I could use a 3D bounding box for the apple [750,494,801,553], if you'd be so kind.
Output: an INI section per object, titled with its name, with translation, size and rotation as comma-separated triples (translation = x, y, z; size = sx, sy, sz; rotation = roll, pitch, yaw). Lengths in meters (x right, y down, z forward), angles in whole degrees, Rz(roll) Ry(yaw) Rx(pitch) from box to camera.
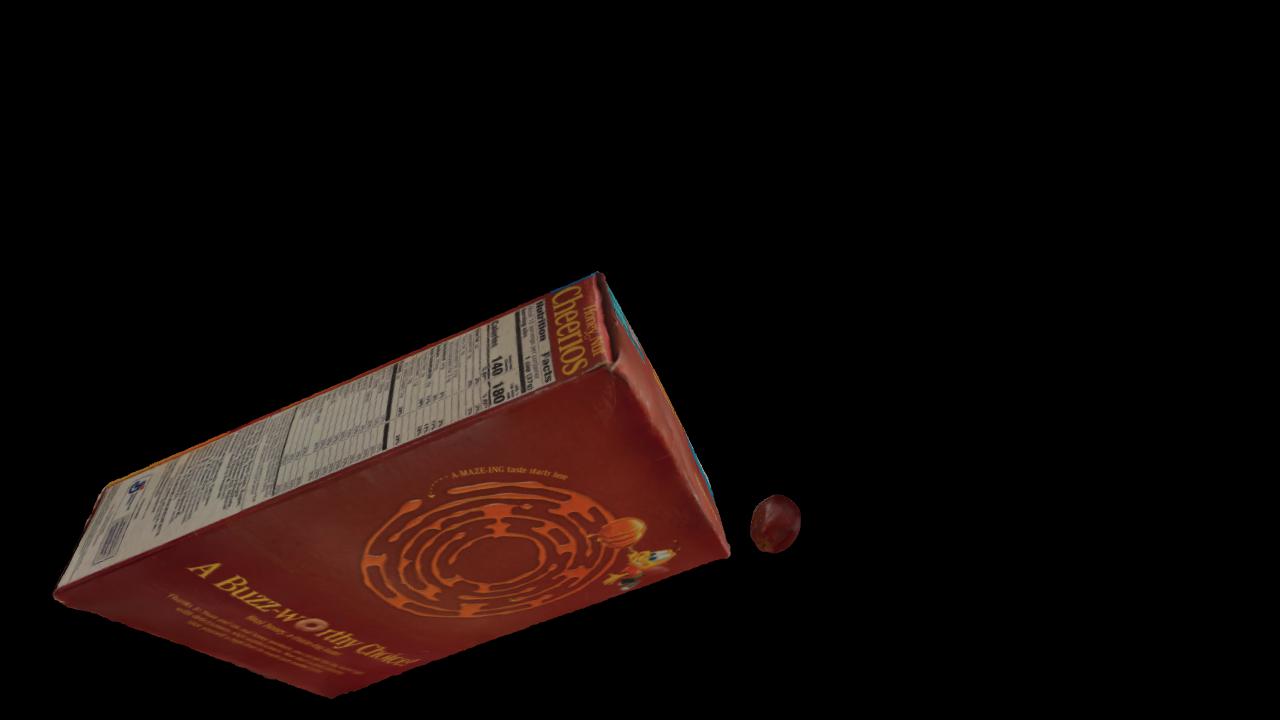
[apple]
translation = 0.217, 0.262, 0.981
size = 0.079, 0.079, 0.093
rotation = 0, 36, 39

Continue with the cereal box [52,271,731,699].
[cereal box]
translation = -0.117, 0.096, 0.368
size = 0.306, 0.081, 0.203
rotation = -23, -46, 6
